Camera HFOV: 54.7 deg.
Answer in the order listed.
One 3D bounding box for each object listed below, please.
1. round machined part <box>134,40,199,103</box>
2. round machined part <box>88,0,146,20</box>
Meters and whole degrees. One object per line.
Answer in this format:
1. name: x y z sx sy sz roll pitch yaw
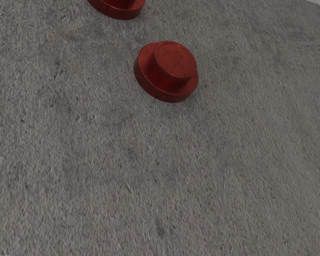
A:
1. round machined part: 0.015 -0.089 0.455 0.099 0.042 0.098 14 56 -21
2. round machined part: -0.068 -0.223 0.492 0.099 0.042 0.098 14 56 -21
